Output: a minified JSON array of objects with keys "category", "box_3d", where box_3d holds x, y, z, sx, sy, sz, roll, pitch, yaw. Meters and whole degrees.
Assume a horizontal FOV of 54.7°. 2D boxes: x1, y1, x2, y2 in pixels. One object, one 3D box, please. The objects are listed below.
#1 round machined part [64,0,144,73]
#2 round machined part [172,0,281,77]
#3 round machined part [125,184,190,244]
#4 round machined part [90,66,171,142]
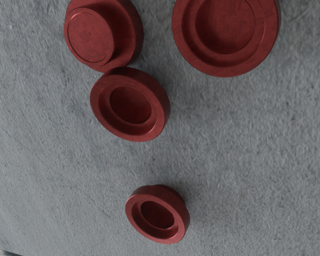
[{"category":"round machined part","box_3d":[-0.072,-0.111,0.364,0.098,0.042,0.097,13,124,20]},{"category":"round machined part","box_3d":[0.064,-0.102,0.298,0.098,0.042,0.097,13,124,20]},{"category":"round machined part","box_3d":[0.000,0.126,0.472,0.098,0.042,0.097,13,124,20]},{"category":"round machined part","box_3d":[-0.033,-0.033,0.385,0.098,0.042,0.097,12,132,15]}]
